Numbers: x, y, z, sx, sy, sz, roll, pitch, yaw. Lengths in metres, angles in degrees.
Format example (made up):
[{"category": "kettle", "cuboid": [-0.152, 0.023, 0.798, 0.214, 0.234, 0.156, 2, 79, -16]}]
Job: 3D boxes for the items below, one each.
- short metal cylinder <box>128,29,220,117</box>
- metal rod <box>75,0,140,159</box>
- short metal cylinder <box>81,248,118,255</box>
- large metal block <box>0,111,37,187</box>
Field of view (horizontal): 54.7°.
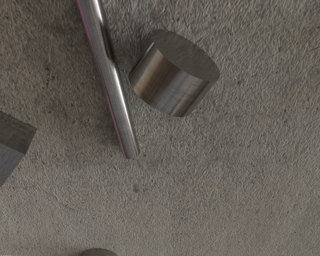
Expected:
[{"category": "short metal cylinder", "cuboid": [0.015, -0.057, 0.323, 0.080, 0.080, 0.050, 23, 126, -19]}, {"category": "metal rod", "cuboid": [-0.061, -0.077, 0.340, 0.025, 0.025, 0.298, -6, 130, 5]}, {"category": "short metal cylinder", "cuboid": [-0.128, 0.292, 0.638, 0.081, 0.050, 0.079, 0, 130, 0]}, {"category": "large metal block", "cuboid": [-0.224, 0.022, 0.406, 0.080, 0.050, 0.080, 31, 123, -24]}]
